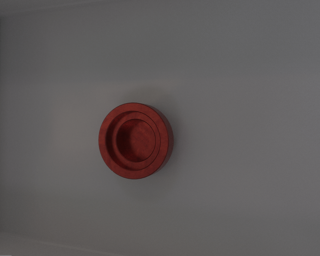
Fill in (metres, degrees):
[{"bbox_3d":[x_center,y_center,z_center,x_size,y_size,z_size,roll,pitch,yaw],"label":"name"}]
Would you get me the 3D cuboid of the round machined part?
[{"bbox_3d":[-0.028,0.016,0.412,0.098,0.042,0.097,0,90,20],"label":"round machined part"}]
